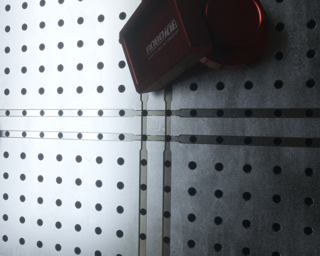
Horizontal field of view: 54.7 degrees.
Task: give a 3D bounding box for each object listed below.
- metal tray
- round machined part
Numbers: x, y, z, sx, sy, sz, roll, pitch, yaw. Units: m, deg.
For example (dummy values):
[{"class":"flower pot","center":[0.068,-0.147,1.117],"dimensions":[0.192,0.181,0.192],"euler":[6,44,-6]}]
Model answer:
[{"class":"metal tray","center":[-0.001,-0.104,0.369],"dimensions":[0.130,0.030,0.090],"euler":[-27,79,58]},{"class":"round machined part","center":[0.079,-0.119,0.354],"dimensions":[0.099,0.042,0.097],"euler":[1,85,-9]}]
